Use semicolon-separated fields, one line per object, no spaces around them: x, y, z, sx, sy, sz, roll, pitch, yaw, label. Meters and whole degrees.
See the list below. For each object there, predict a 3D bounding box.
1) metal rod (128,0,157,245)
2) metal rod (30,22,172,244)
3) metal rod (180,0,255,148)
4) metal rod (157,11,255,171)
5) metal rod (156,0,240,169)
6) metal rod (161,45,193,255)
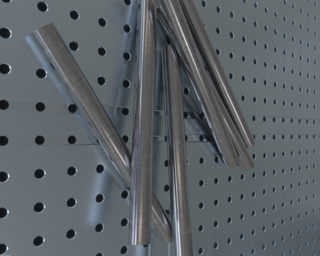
-0.019;-0.020;0.368;0.025;0.025;0.299;10;77;-40;metal rod
-0.052;0.023;0.364;0.025;0.025;0.299;-42;116;-32;metal rod
0.083;-0.092;0.476;0.025;0.025;0.299;-45;117;-31;metal rod
0.076;-0.048;0.471;0.025;0.025;0.299;-48;119;-29;metal rod
0.059;-0.057;0.433;0.025;0.025;0.299;-47;125;-30;metal rod
0.023;0.040;0.406;0.025;0.025;0.299;1;84;-40;metal rod
